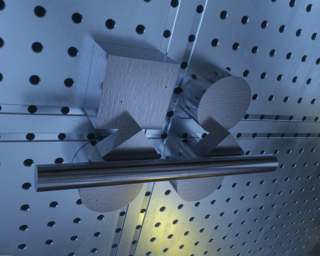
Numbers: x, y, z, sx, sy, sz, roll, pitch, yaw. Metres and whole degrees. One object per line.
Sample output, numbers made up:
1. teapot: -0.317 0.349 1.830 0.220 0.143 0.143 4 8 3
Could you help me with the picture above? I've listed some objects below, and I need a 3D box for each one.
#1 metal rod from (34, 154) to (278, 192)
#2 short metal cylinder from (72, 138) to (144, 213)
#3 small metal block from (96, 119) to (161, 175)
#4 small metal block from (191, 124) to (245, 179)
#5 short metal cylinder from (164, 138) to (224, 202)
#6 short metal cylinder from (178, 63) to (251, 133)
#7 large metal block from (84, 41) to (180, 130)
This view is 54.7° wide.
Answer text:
1. metal rod: 0.020 0.047 0.353 0.303 0.025 0.025 1 118 -29
2. short metal cylinder: -0.067 0.060 0.394 0.081 0.050 0.079 -14 124 -21
3. small metal block: -0.034 0.027 0.344 0.050 0.025 0.050 -35 129 -6
4. small metal block: 0.077 0.031 0.408 0.050 0.025 0.050 -42 130 1
5. short metal cylinder: 0.050 0.062 0.460 0.081 0.050 0.079 -14 124 -21
6. short metal cylinder: 0.072 -0.040 0.409 0.081 0.050 0.079 -14 124 -21
7. large metal block: -0.034 -0.045 0.348 0.081 0.050 0.079 1 118 -29
